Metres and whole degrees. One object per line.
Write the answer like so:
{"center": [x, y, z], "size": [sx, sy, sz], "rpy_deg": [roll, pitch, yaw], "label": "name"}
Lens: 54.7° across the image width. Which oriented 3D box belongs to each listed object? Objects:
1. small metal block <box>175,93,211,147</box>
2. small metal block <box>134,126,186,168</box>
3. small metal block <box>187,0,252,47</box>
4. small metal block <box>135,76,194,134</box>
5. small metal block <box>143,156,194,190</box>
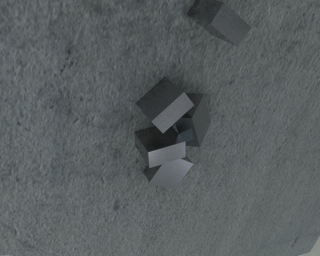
{"center": [0.044, -0.011, 0.409], "size": [0.050, 0.025, 0.050], "rpy_deg": [-60, 143, -39], "label": "small metal block"}
{"center": [-0.001, 0.021, 0.404], "size": [0.050, 0.050, 0.025], "rpy_deg": [-15, 125, -19], "label": "small metal block"}
{"center": [0.067, -0.122, 0.353], "size": [0.050, 0.050, 0.025], "rpy_deg": [23, 106, -37], "label": "small metal block"}
{"center": [0.005, -0.029, 0.377], "size": [0.050, 0.050, 0.025], "rpy_deg": [-42, 130, 0], "label": "small metal block"}
{"center": [0.012, 0.058, 0.451], "size": [0.050, 0.025, 0.050], "rpy_deg": [26, 104, -37], "label": "small metal block"}
